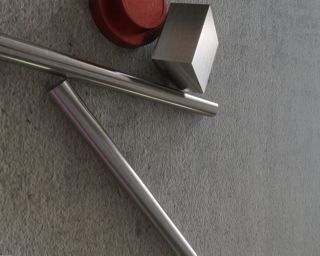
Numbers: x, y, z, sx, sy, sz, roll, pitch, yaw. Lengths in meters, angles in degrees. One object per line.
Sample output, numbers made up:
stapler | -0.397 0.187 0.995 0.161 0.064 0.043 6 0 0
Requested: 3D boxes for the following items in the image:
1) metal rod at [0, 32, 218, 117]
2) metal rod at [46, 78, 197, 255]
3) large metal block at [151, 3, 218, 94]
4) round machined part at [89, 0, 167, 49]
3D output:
metal rod | -0.035 -0.052 0.377 0.302 0.025 0.025 11 83 -40
metal rod | -0.032 0.070 0.379 0.025 0.025 0.299 -48 119 -29
large metal block | 0.036 -0.100 0.399 0.080 0.050 0.080 48 57 -64
round machined part | -0.030 -0.148 0.370 0.099 0.042 0.097 0 90 -40
